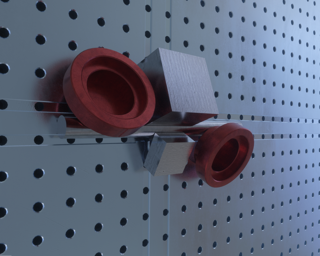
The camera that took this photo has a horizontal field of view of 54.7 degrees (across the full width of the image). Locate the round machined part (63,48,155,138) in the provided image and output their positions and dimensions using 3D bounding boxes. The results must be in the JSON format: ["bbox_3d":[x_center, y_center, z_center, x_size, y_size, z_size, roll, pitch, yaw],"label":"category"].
[{"bbox_3d":[-0.057,-0.034,0.334,0.099,0.042,0.098,21,52,-29],"label":"round machined part"}]

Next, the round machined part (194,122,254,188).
[{"bbox_3d":[0.089,0.036,0.457,0.099,0.042,0.097,-21,127,-29],"label":"round machined part"}]

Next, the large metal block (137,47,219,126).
[{"bbox_3d":[0.021,-0.048,0.396,0.081,0.050,0.080,1,71,-40],"label":"large metal block"}]

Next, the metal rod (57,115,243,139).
[{"bbox_3d":[0.013,0.000,0.421,0.302,0.025,0.025,0,90,-40],"label":"metal rod"}]

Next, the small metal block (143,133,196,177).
[{"bbox_3d":[0.012,0.034,0.407,0.050,0.025,0.050,1,118,-40],"label":"small metal block"}]
